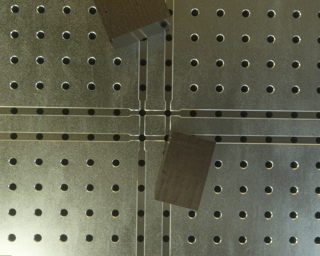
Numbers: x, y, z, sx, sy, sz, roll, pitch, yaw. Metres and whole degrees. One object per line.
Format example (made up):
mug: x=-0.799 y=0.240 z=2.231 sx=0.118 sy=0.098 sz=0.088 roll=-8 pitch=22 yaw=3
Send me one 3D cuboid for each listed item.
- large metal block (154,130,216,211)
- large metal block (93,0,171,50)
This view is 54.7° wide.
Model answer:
large metal block: x=0.028 y=0.048 z=0.386 sx=0.050 sy=0.080 sz=0.080 roll=15 pitch=90 yaw=0
large metal block: x=-0.039 y=-0.158 z=0.400 sx=0.080 sy=0.050 sz=0.080 roll=-22 pitch=90 yaw=-1
